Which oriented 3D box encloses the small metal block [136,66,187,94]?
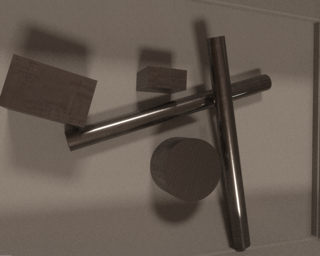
[{"bbox_3d":[0.001,-0.060,0.399,0.050,0.050,0.025,2,90,-20],"label":"small metal block"}]

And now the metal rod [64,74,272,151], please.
[{"bbox_3d":[0.025,-0.027,0.420,0.302,0.025,0.025,-18,96,-20],"label":"metal rod"}]

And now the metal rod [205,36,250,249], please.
[{"bbox_3d":[0.096,0.027,0.428,0.025,0.025,0.298,-14,102,-20],"label":"metal rod"}]

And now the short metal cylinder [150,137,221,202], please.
[{"bbox_3d":[0.033,0.052,0.411,0.081,0.050,0.079,0,90,-21],"label":"short metal cylinder"}]

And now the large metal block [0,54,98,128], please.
[{"bbox_3d":[-0.120,-0.035,0.337,0.081,0.080,0.050,16,85,-20],"label":"large metal block"}]
